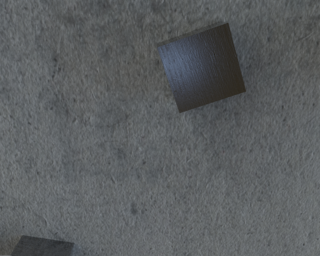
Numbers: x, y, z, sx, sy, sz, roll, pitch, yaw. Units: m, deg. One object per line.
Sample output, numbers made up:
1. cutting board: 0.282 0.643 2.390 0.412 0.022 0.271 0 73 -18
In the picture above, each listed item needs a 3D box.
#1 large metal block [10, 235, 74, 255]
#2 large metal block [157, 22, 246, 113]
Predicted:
1. large metal block: -0.182 0.219 0.475 0.081 0.050 0.079 11 110 -5
2. large metal block: 0.048 -0.073 0.370 0.080 0.050 0.080 -18 109 6
